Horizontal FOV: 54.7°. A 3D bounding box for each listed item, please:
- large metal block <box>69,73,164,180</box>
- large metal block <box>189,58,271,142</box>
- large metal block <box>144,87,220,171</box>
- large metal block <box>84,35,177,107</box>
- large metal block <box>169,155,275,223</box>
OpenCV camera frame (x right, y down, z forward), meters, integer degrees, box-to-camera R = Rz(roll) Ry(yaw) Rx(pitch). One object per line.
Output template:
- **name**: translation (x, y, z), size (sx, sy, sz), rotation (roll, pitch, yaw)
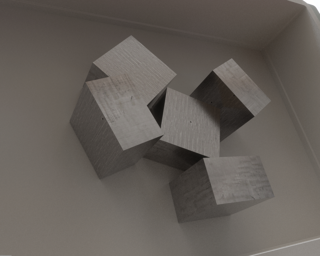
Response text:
- **large metal block**: translation (-0.052, -0.001, 0.342), size (0.050, 0.080, 0.080), rotation (-21, 73, -36)
- **large metal block**: translation (0.093, -0.037, 0.443), size (0.080, 0.080, 0.050), rotation (49, 51, 6)
- **large metal block**: translation (0.030, 0.005, 0.402), size (0.080, 0.050, 0.080), rotation (21, 54, -17)
- **large metal block**: translation (-0.038, -0.062, 0.406), size (0.080, 0.050, 0.080), rotation (41, 51, -1)
- **large metal block**: translation (0.069, 0.072, 0.364), size (0.081, 0.080, 0.050), rotation (1, 62, -28)
